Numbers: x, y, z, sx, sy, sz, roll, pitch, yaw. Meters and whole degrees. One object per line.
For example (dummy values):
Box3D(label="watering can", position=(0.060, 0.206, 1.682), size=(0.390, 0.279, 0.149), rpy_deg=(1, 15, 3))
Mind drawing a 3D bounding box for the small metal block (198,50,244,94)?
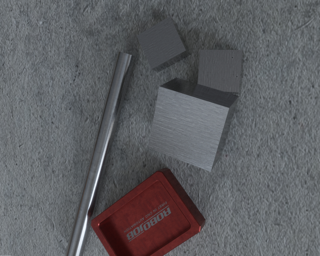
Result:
Box3D(label="small metal block", position=(0.075, -0.069, 0.382), size=(0.050, 0.025, 0.050), rpy_deg=(5, 92, 19))

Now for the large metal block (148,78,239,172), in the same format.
Box3D(label="large metal block", position=(0.039, -0.006, 0.368), size=(0.080, 0.050, 0.079), rpy_deg=(20, 117, 18))

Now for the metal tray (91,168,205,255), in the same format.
Box3D(label="metal tray", position=(-0.018, 0.126, 0.411), size=(0.130, 0.030, 0.090), rpy_deg=(-39, 78, 15))

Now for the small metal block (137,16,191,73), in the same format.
Box3D(label="small metal block", position=(0.005, -0.109, 0.406), size=(0.050, 0.025, 0.050), rpy_deg=(-26, 82, 17))

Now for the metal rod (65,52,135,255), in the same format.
Box3D(label="metal rod", position=(-0.085, 0.042, 0.437), size=(0.025, 0.025, 0.298), rpy_deg=(17, 96, 19))
